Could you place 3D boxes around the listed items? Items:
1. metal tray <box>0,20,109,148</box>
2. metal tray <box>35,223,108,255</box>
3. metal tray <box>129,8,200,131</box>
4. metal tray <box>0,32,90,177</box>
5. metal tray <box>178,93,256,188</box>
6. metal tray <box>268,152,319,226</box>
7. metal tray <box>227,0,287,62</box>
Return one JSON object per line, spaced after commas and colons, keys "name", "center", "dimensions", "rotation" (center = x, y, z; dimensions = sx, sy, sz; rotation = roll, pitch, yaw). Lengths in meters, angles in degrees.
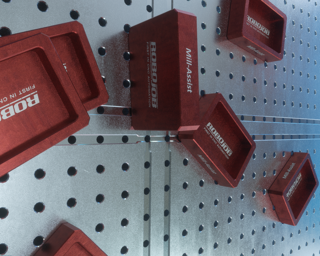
{"name": "metal tray", "center": [-0.123, -0.045, 0.301], "dimensions": [0.131, 0.030, 0.090], "rotation": [-29, 108, -36]}
{"name": "metal tray", "center": [-0.108, 0.177, 0.315], "dimensions": [0.130, 0.030, 0.090], "rotation": [-49, 119, -29]}
{"name": "metal tray", "center": [0.003, -0.062, 0.367], "dimensions": [0.030, 0.090, 0.129], "rotation": [-4, 92, -40]}
{"name": "metal tray", "center": [-0.134, -0.013, 0.253], "dimensions": [0.131, 0.030, 0.090], "rotation": [-36, 112, -34]}
{"name": "metal tray", "center": [0.094, 0.021, 0.482], "dimensions": [0.130, 0.030, 0.090], "rotation": [48, 62, -29]}
{"name": "metal tray", "center": [0.277, 0.122, 0.636], "dimensions": [0.131, 0.030, 0.090], "rotation": [-42, 115, -32]}
{"name": "metal tray", "center": [0.176, -0.180, 0.550], "dimensions": [0.131, 0.030, 0.090], "rotation": [14, 81, -39]}
